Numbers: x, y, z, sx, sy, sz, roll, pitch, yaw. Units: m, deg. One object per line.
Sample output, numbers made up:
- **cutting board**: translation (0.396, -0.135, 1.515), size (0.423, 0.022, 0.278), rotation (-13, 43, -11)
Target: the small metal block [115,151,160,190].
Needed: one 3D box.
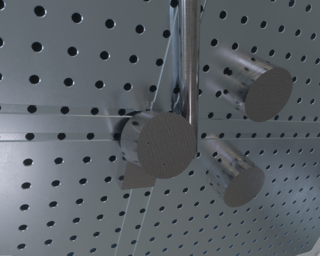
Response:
- **small metal block**: translation (-0.030, 0.056, 0.430), size (0.050, 0.025, 0.050), rotation (0, 119, -29)

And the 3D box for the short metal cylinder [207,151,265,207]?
- **short metal cylinder**: translation (0.126, 0.085, 0.517), size (0.081, 0.050, 0.079), rotation (-14, 124, -21)

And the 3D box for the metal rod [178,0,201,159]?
- **metal rod**: translation (0.036, -0.085, 0.378), size (0.025, 0.025, 0.298), rotation (-16, 125, -19)

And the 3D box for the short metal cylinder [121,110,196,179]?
- **short metal cylinder**: translation (-0.002, 0.019, 0.388), size (0.081, 0.050, 0.079), rotation (-4, 97, -28)

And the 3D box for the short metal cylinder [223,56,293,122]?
- **short metal cylinder**: translation (0.137, -0.055, 0.436), size (0.081, 0.050, 0.079), rotation (-14, 124, -21)
